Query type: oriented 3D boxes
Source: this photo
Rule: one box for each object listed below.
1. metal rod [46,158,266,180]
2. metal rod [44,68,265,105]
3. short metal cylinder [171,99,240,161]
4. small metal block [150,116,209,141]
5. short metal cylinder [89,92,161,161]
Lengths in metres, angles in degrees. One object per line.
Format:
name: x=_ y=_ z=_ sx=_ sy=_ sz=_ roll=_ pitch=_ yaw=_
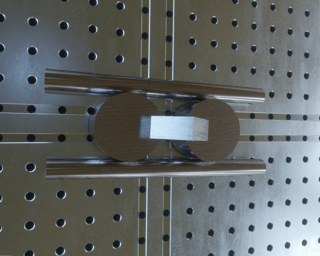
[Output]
metal rod: x=0.009 y=0.053 z=0.413 sx=0.302 sy=0.025 sz=0.025 roll=2 pitch=89 yaw=-20
metal rod: x=0.008 y=-0.052 z=0.412 sx=0.302 sy=0.025 sz=0.025 roll=2 pitch=90 yaw=-20
short metal cylinder: x=0.059 y=0.003 z=0.418 sx=0.081 sy=0.050 sz=0.079 roll=0 pitch=90 yaw=-20
small metal block: x=0.024 y=0.001 z=0.355 sx=0.050 sy=0.050 sz=0.025 roll=6 pitch=86 yaw=-63
short metal cylinder: x=-0.043 y=-0.001 z=0.380 sx=0.081 sy=0.050 sz=0.079 roll=0 pitch=90 yaw=-20
